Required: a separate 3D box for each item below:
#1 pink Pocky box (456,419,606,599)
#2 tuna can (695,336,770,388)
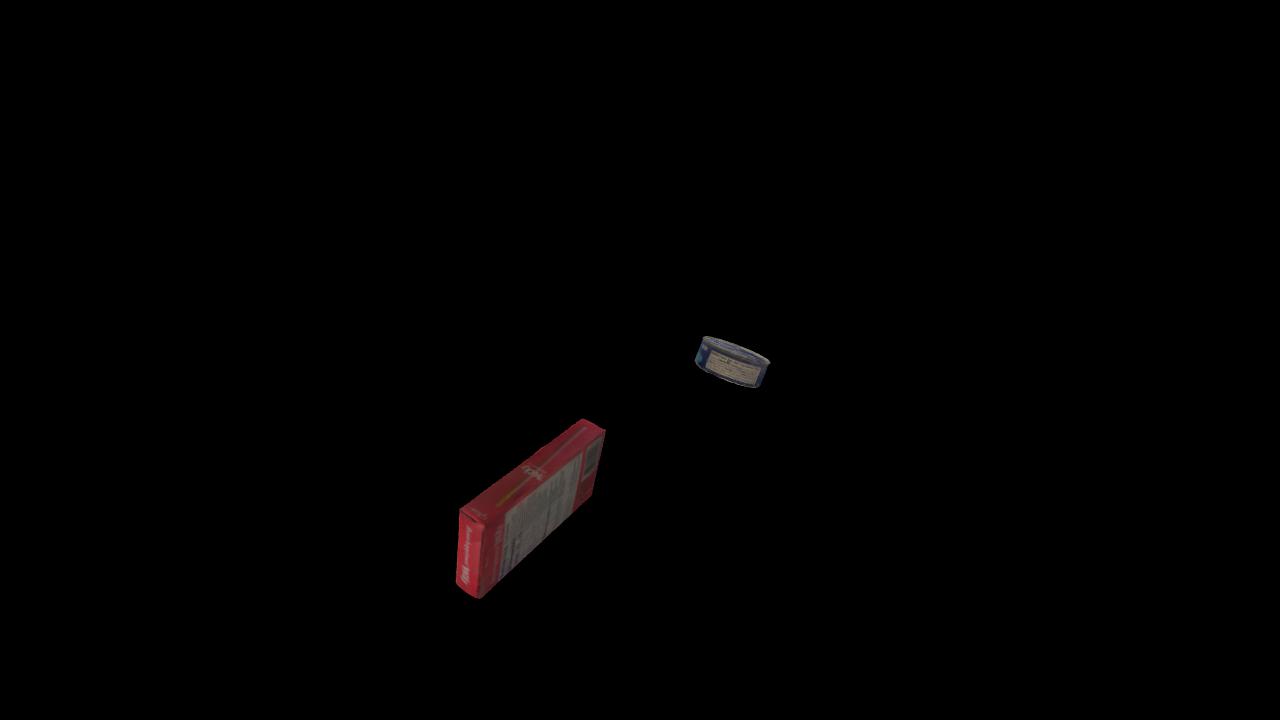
[{"bbox_3d":[-0.088,0.118,0.514,0.029,0.084,0.155,26,34,21],"label":"pink Pocky box"},{"bbox_3d":[0.108,0.002,0.725,0.084,0.034,0.084,19,12,-4],"label":"tuna can"}]
